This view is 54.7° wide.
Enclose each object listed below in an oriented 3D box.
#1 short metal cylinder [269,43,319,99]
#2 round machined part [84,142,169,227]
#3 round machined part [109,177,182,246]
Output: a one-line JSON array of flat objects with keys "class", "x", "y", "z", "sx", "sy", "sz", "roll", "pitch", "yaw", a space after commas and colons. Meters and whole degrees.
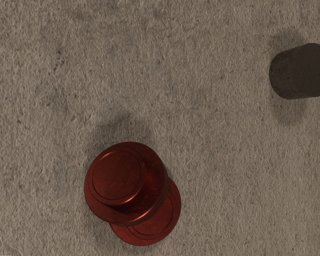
[{"class": "short metal cylinder", "x": 0.218, "y": -0.085, "z": 0.478, "sx": 0.081, "sy": 0.050, "sz": 0.079, "roll": 0, "pitch": 90, "yaw": -20}, {"class": "round machined part", "x": -0.043, "y": 0.060, "z": 0.356, "sx": 0.098, "sy": 0.042, "sz": 0.098, "roll": -7, "pitch": 62, "yaw": 13}, {"class": "round machined part", "x": -0.017, "y": 0.102, "z": 0.395, "sx": 0.099, "sy": 0.042, "sz": 0.097, "roll": 0, "pitch": 90, "yaw": -21}]
